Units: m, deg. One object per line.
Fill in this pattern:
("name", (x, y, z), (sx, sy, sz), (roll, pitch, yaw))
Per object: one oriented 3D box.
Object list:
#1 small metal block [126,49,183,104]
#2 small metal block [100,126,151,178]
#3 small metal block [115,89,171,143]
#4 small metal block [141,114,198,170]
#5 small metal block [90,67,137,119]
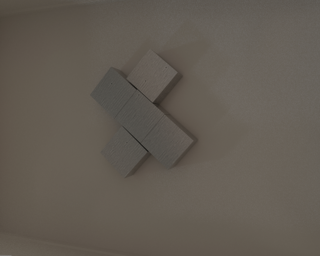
("small metal block", (-0.007, -0.067, 0.410), (0.050, 0.025, 0.050), (43, 102, 14))
("small metal block", (-0.045, 0.032, 0.425), (0.050, 0.025, 0.050), (45, 104, 14))
("small metal block", (-0.023, -0.015, 0.416), (0.050, 0.025, 0.050), (43, 103, 15))
("small metal block", (0.012, 0.018, 0.404), (0.050, 0.025, 0.050), (43, 103, 15))
("small metal block", (-0.060, -0.048, 0.429), (0.050, 0.025, 0.050), (43, 103, 15))
